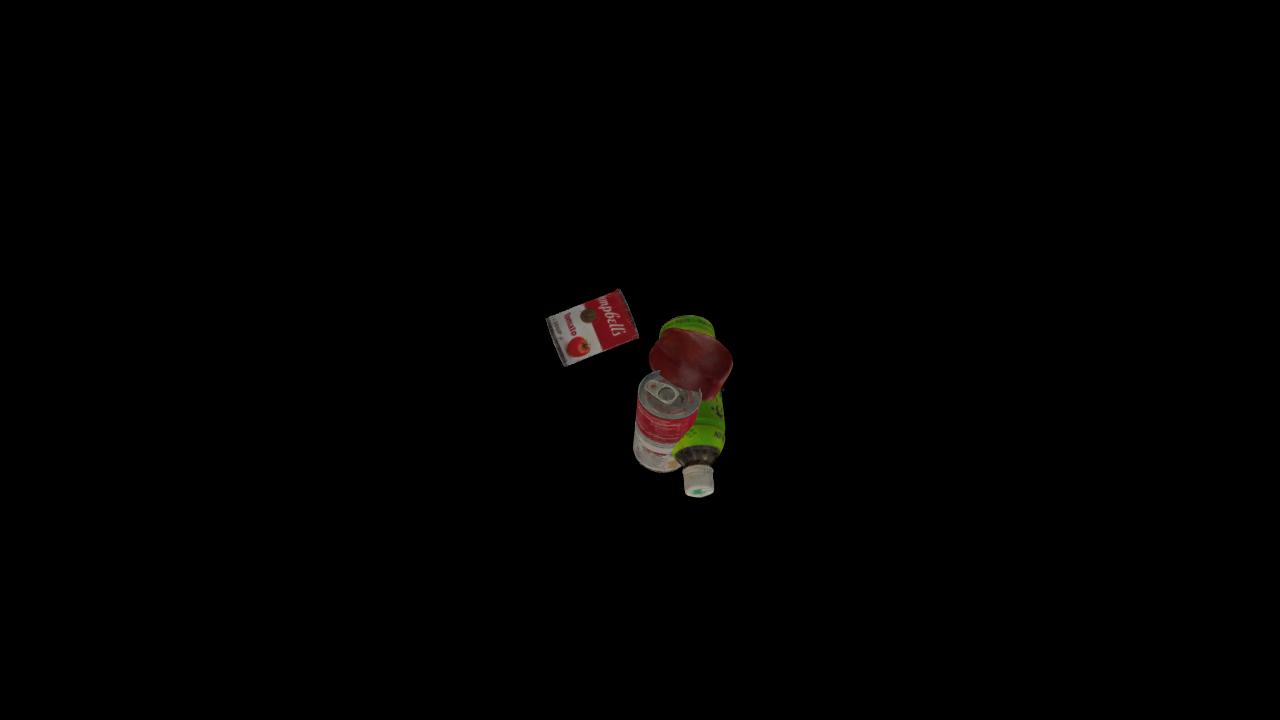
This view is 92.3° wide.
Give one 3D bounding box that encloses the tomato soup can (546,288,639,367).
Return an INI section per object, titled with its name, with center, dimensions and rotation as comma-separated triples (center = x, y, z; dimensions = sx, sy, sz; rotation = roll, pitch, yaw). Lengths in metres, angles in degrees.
[tomato soup can]
center = -0.060, -0.040, 0.770
dimensions = 0.101, 0.068, 0.068
rotation = -22, 1, -3

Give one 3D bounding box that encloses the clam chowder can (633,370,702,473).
[clam chowder can]
center = 0.028, 0.069, 0.674
dimensions = 0.068, 0.068, 0.102
rotation = 0, -44, -6

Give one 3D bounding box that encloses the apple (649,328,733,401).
[apple]
center = 0.056, 0.006, 0.676
dimensions = 0.093, 0.079, 0.079
rotation = 33, 0, -1

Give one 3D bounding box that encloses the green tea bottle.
[green tea bottle]
center = 0.060, 0.051, 0.697
dimensions = 0.073, 0.212, 0.073
rotation = -2, -32, -1
